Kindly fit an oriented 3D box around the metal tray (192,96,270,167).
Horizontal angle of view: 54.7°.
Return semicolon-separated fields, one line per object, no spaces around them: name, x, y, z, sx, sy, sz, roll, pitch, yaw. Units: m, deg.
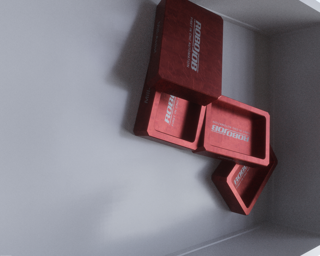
metal tray;0.111;0.005;0.474;0.131;0.030;0.090;16;71;-28

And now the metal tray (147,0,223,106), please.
metal tray;0.036;-0.102;0.402;0.091;0.030;0.130;16;66;-24

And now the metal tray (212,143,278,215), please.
metal tray;0.149;0.071;0.531;0.131;0.030;0.090;-48;119;-29

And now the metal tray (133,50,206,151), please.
metal tray;0.022;-0.042;0.420;0.091;0.030;0.129;19;78;-36
